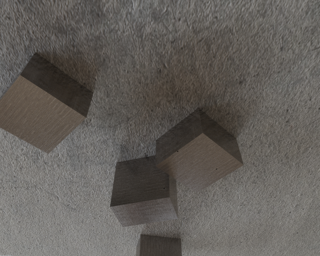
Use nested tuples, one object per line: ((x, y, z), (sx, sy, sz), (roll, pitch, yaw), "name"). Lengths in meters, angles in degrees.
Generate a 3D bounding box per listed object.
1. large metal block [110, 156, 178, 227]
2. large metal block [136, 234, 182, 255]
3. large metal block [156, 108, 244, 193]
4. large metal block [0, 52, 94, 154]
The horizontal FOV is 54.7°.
((-0.020, 0.088, 0.446), (0.080, 0.080, 0.050), (-11, 129, 9), "large metal block")
((-0.003, 0.256, 0.589), (0.081, 0.080, 0.050), (9, 130, -8), "large metal block")
((0.051, 0.032, 0.419), (0.080, 0.050, 0.080), (36, 121, -27), "large metal block")
((-0.140, -0.027, 0.367), (0.080, 0.050, 0.080), (36, 121, -27), "large metal block")
